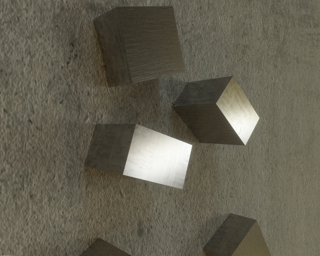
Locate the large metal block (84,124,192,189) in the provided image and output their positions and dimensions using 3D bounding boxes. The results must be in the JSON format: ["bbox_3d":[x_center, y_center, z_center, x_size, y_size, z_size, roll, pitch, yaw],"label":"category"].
[{"bbox_3d":[-0.025,0.031,0.348,0.080,0.080,0.050,22,76,-38],"label":"large metal block"}]

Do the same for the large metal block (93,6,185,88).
[{"bbox_3d":[-0.023,-0.097,0.369,0.081,0.050,0.079,-19,102,-38],"label":"large metal block"}]

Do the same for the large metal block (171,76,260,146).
[{"bbox_3d":[0.078,-0.022,0.433,0.080,0.080,0.050,49,61,-29],"label":"large metal block"}]

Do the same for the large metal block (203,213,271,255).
[{"bbox_3d":[0.125,0.198,0.493,0.080,0.050,0.080,-39,114,-33],"label":"large metal block"}]

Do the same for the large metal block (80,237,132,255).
[{"bbox_3d":[-0.062,0.170,0.317,0.080,0.080,0.050,-38,113,-34],"label":"large metal block"}]
